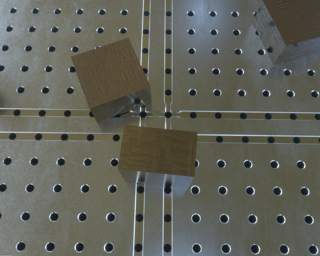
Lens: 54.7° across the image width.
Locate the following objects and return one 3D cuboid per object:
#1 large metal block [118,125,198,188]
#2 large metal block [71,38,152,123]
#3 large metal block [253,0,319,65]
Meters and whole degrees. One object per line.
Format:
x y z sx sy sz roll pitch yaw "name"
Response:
-0.002 0.037 0.369 0.080 0.080 0.050 6 70 2 "large metal block"
-0.064 -0.064 0.421 0.080 0.050 0.080 -21 72 -8 "large metal block"
0.196 -0.148 0.455 0.081 0.050 0.080 -16 71 -6 "large metal block"
